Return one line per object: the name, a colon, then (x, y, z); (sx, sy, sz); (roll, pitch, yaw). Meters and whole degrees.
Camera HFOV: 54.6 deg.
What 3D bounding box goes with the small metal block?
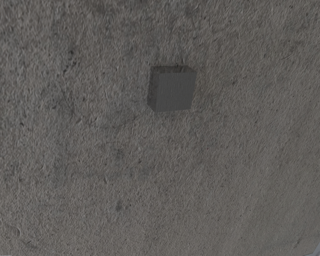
small metal block: (0.014, -0.049, 0.384); (0.050, 0.025, 0.050); (-7, 122, -25)
